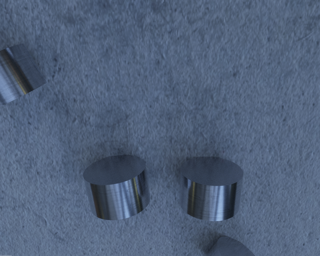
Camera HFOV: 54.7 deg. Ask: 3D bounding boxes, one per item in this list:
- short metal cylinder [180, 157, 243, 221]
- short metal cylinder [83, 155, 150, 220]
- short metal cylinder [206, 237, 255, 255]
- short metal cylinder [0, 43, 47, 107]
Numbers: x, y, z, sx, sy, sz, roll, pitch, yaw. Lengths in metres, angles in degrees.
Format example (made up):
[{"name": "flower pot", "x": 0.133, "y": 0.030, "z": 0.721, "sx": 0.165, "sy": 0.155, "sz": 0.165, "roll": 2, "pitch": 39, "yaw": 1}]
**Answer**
[{"name": "short metal cylinder", "x": 0.067, "y": 0.078, "z": 0.410, "sx": 0.081, "sy": 0.080, "sz": 0.050, "roll": 0, "pitch": 110, "yaw": -1}, {"name": "short metal cylinder", "x": -0.056, "y": 0.076, "z": 0.408, "sx": 0.080, "sy": 0.080, "sz": 0.050, "roll": -6, "pitch": 110, "yaw": 2}, {"name": "short metal cylinder", "x": 0.106, "y": 0.210, "z": 0.460, "sx": 0.080, "sy": 0.080, "sz": 0.050, "roll": 28, "pitch": 108, "yaw": -10}, {"name": "short metal cylinder", "x": -0.181, "y": -0.057, "z": 0.357, "sx": 0.080, "sy": 0.080, "sz": 0.050, "roll": -23, "pitch": 109, "yaw": 8}]
